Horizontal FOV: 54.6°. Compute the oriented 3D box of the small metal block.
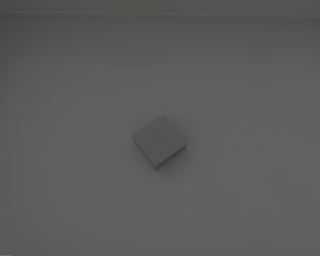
[{"bbox_3d":[-0.001,0.019,0.403,0.050,0.025,0.050,-35,74,-12],"label":"small metal block"}]
